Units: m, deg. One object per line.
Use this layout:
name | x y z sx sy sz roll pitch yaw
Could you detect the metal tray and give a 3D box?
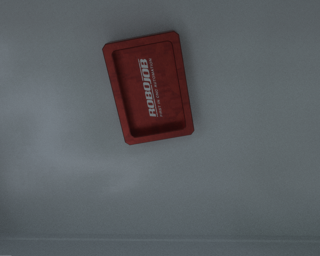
metal tray | -0.012 -0.049 0.390 0.090 0.030 0.129 -10 110 3
